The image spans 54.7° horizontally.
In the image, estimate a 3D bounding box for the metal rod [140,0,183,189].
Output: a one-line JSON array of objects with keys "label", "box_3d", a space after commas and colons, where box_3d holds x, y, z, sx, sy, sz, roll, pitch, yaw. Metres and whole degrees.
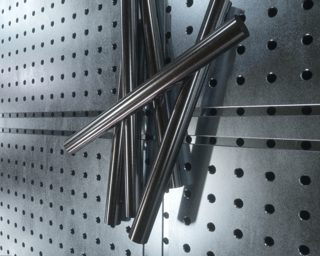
[{"label": "metal rod", "box_3d": [-0.003, -0.071, 0.409, 0.025, 0.025, 0.298, -13, 82, 39]}]

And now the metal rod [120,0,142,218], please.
[{"label": "metal rod", "box_3d": [-0.039, -0.026, 0.424, 0.025, 0.025, 0.298, 4, 97, 39]}]

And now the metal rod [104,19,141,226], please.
[{"label": "metal rod", "box_3d": [-0.055, -0.006, 0.451, 0.025, 0.025, 0.298, 11, 97, 39]}]

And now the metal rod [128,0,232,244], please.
[{"label": "metal rod", "box_3d": [0.021, -0.004, 0.366, 0.025, 0.025, 0.298, 23, 97, 37]}]

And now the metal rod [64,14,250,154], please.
[{"label": "metal rod", "box_3d": [-0.027, -0.036, 0.381, 0.299, 0.025, 0.025, -31, 71, 34]}]
